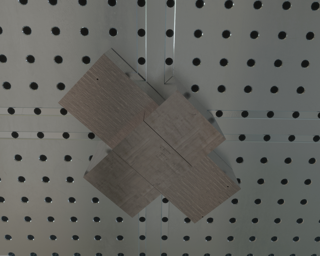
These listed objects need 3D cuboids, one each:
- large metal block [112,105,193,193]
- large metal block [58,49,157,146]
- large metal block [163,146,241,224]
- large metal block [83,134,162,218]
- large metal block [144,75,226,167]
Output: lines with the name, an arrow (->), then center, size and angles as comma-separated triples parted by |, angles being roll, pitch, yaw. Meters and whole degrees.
large metal block -> -0.008, 0.021, 0.392 | 0.050, 0.080, 0.080 | -42, 105, 14
large metal block -> -0.061, -0.038, 0.382 | 0.080, 0.050, 0.080 | -43, 105, 15
large metal block -> 0.049, 0.069, 0.426 | 0.080, 0.050, 0.080 | -42, 105, 14
large metal block -> -0.044, 0.054, 0.404 | 0.050, 0.080, 0.080 | -42, 105, 14
large metal block -> 0.028, -0.012, 0.381 | 0.050, 0.080, 0.080 | -42, 105, 14
